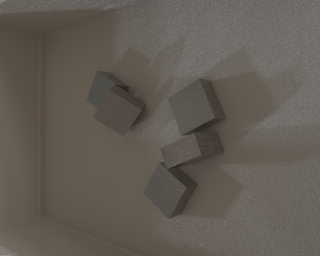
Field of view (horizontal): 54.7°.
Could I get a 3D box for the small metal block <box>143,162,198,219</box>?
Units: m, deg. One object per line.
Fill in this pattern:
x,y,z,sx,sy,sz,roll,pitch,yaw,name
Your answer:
0.013,0.078,0.395,0.050,0.025,0.050,40,114,32,small metal block

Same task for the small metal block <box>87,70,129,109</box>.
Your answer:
-0.080,-0.053,0.470,0.050,0.025,0.050,38,113,33,small metal block

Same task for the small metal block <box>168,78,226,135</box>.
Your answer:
0.043,-0.024,0.370,0.050,0.025,0.050,-30,71,35,small metal block

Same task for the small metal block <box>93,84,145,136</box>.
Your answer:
-0.057,-0.025,0.435,0.050,0.025,0.050,33,117,-8,small metal block

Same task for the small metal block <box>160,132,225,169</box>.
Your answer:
0.038,0.026,0.358,0.050,0.050,0.025,-27,73,36,small metal block
